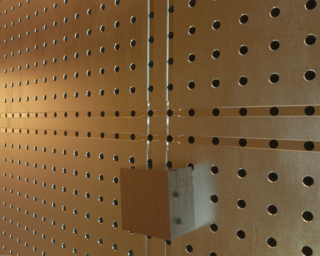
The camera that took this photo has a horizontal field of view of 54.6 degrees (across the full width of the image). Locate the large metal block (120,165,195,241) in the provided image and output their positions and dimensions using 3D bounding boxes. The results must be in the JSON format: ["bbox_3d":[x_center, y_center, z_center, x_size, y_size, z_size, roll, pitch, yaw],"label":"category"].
[{"bbox_3d":[-0.004,0.090,0.398,0.080,0.050,0.080,-4,88,40],"label":"large metal block"}]
